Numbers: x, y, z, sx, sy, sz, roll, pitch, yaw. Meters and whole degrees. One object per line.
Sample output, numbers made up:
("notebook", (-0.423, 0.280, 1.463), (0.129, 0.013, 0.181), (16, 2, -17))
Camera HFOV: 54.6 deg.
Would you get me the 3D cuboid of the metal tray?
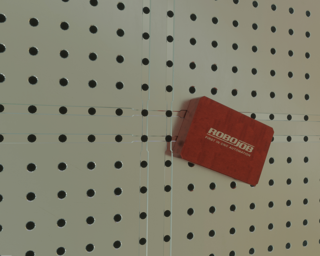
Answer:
("metal tray", (0.093, 0.020, 0.444), (0.131, 0.030, 0.090), (22, 83, -19))
